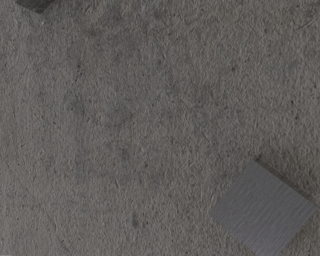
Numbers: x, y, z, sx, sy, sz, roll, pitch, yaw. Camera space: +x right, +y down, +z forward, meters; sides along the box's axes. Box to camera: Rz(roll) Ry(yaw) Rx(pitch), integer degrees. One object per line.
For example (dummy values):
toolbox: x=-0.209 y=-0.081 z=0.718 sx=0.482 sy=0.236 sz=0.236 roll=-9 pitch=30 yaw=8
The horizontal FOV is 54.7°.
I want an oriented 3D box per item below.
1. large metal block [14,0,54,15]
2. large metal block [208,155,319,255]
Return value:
large metal block: x=-0.190 y=-0.234 z=0.463 sx=0.080 sy=0.050 sz=0.080 roll=-37 pitch=78 yaw=16
large metal block: x=0.116 y=0.089 z=0.355 sx=0.080 sy=0.050 sz=0.080 roll=38 pitch=102 yaw=16
